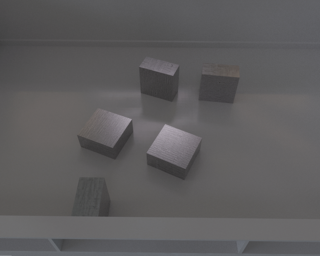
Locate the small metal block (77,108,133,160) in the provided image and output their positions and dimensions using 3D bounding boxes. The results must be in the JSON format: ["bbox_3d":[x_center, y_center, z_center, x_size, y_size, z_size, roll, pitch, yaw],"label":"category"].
[{"bbox_3d":[-0.069,0.007,0.399,0.050,0.025,0.050,19,52,15],"label":"small metal block"}]

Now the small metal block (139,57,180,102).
[{"bbox_3d":[-0.001,-0.070,0.448,0.050,0.050,0.025,17,52,14],"label":"small metal block"}]

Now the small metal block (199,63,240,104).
[{"bbox_3d":[0.083,-0.064,0.443,0.050,0.050,0.025,6,51,5],"label":"small metal block"}]

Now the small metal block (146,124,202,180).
[{"bbox_3d":[0.018,0.029,0.381,0.050,0.025,0.050,21,53,17],"label":"small metal block"}]

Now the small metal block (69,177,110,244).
[{"bbox_3d":[-0.069,0.085,0.317,0.025,0.050,0.050,1,50,1],"label":"small metal block"}]
